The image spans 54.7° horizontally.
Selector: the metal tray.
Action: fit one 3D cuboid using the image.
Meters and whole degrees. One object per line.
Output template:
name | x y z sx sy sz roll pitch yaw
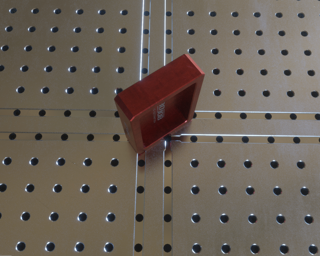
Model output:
metal tray | 0.000 -0.021 0.363 0.090 0.130 0.030 -33 74 -12
